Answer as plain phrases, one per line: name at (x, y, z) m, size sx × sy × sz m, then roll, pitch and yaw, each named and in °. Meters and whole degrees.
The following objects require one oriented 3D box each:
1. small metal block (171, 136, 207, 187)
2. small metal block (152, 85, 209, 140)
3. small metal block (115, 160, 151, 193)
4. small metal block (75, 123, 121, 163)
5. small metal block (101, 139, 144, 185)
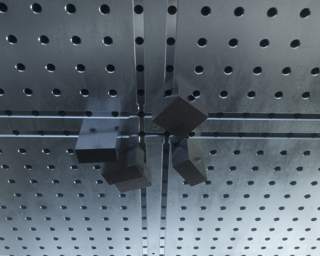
small metal block at (0.041, 0.045, 0.435) m, size 0.025 × 0.050 × 0.050 m, roll -27°, pitch 125°, yaw 21°
small metal block at (0.025, -0.019, 0.396) m, size 0.050 × 0.025 × 0.050 m, roll 33°, pitch 123°, yaw -25°
small metal block at (-0.045, 0.069, 0.470) m, size 0.050 × 0.025 × 0.050 m, roll -15°, pitch 129°, yaw 12°
small metal block at (-0.080, 0.019, 0.410) m, size 0.050 × 0.050 × 0.025 m, roll -2°, pitch 130°, yaw 1°
small metal block at (-0.051, 0.048, 0.435) m, size 0.050 × 0.050 × 0.025 m, roll -16°, pitch 128°, yaw 13°
